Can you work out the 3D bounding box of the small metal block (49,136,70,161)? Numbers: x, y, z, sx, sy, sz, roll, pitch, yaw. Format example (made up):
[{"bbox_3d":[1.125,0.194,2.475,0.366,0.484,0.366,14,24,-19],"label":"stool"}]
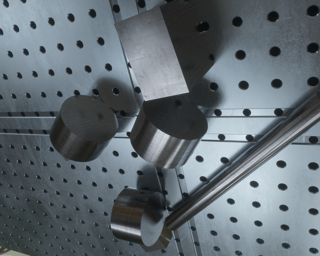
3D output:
[{"bbox_3d":[-0.142,0.022,0.500,0.050,0.025,0.050,-18,109,35],"label":"small metal block"}]

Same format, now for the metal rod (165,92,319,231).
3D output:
[{"bbox_3d":[0.092,0.063,0.401,0.025,0.025,0.298,40,129,1],"label":"metal rod"}]

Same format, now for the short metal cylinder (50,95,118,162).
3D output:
[{"bbox_3d":[-0.106,0.000,0.432,0.080,0.080,0.050,41,129,0],"label":"short metal cylinder"}]

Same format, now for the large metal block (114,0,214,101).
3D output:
[{"bbox_3d":[0.009,-0.084,0.319,0.050,0.080,0.080,-8,114,32],"label":"large metal block"}]

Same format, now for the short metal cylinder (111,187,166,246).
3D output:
[{"bbox_3d":[-0.031,0.135,0.476,0.050,0.080,0.079,4,120,26],"label":"short metal cylinder"}]

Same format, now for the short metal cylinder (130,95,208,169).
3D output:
[{"bbox_3d":[0.010,0.002,0.372,0.080,0.080,0.050,32,129,7],"label":"short metal cylinder"}]

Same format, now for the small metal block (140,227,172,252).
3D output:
[{"bbox_3d":[-0.016,0.183,0.533,0.050,0.025,0.050,-28,103,37],"label":"small metal block"}]
